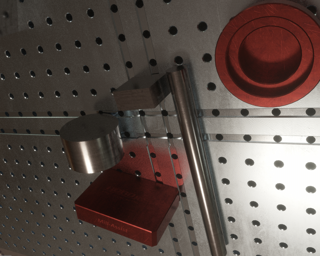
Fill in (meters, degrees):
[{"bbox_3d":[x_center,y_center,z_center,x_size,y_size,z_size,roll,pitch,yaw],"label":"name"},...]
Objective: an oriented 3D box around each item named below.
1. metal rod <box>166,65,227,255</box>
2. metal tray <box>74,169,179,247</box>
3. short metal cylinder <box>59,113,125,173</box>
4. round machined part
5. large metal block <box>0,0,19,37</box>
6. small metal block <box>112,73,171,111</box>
[{"bbox_3d":[0.055,0.062,0.419,0.025,0.025,0.298,-1,118,28],"label":"metal rod"},{"bbox_3d":[-0.047,0.113,0.461,0.130,0.090,0.030,13,124,20],"label":"metal tray"},{"bbox_3d":[-0.094,0.019,0.435,0.080,0.080,0.050,7,122,24],"label":"short metal cylinder"},{"bbox_3d":[0.106,-0.073,0.299,0.098,0.042,0.097,13,124,20],"label":"round machined part"},{"bbox_3d":[-0.241,-0.174,0.412,0.080,0.050,0.079,24,127,13],"label":"large metal block"},{"bbox_3d":[-0.021,-0.044,0.377,0.050,0.050,0.025,-2,117,29],"label":"small metal block"}]
